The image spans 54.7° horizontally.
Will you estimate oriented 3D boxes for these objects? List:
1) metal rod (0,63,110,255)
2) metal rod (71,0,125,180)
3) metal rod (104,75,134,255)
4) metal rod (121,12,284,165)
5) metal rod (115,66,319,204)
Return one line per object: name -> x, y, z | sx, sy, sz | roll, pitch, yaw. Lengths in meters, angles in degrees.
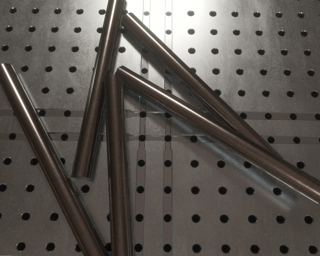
metal rod -> -0.144, 0.037, 0.396 | 0.025, 0.025, 0.299 | -30, 73, -11
metal rod -> -0.082, -0.077, 0.438 | 0.025, 0.025, 0.299 | 6, 70, 2
metal rod -> -0.050, 0.076, 0.375 | 0.025, 0.025, 0.299 | -5, 73, -2
metal rod -> 0.050, -0.059, 0.433 | 0.025, 0.025, 0.300 | -40, 75, -13
metal rod -> 0.065, 0.000, 0.397 | 0.300, 0.025, 0.025 | 32, 73, 16
